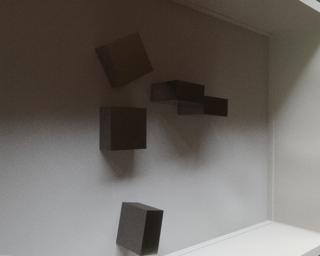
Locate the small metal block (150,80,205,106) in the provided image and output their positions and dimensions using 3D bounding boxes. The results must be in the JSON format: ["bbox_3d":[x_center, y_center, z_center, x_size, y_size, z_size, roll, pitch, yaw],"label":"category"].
[{"bbox_3d":[0.023,-0.045,0.412,0.050,0.050,0.025,4,88,-40],"label":"small metal block"}]

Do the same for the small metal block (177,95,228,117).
[{"bbox_3d":[0.061,-0.030,0.444,0.050,0.050,0.025,3,88,-40],"label":"small metal block"}]

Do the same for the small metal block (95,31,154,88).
[{"bbox_3d":[-0.042,-0.082,0.373,0.050,0.025,0.050,-35,112,-35],"label":"small metal block"}]

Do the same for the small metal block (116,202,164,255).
[{"bbox_3d":[-0.025,0.119,0.372,0.025,0.050,0.050,14,81,-40],"label":"small metal block"}]

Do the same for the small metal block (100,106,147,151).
[{"bbox_3d":[-0.044,0.000,0.372,0.050,0.025,0.050,0,90,-40],"label":"small metal block"}]
